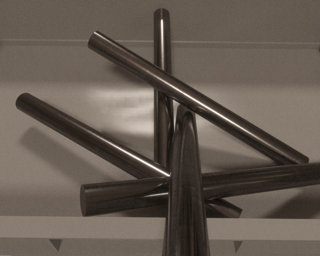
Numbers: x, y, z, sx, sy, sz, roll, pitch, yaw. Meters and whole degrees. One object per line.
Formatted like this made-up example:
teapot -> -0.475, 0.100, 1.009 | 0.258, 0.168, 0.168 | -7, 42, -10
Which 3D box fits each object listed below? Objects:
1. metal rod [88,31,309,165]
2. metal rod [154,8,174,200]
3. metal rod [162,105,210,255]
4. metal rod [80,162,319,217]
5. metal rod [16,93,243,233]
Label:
metal rod -> 0.043, -0.034, 0.383 | 0.301, 0.025, 0.025 | 32, 55, 5
metal rod -> 0.004, -0.048, 0.411 | 0.025, 0.025, 0.299 | 0, 60, -1
metal rod -> 0.024, 0.024, 0.287 | 0.025, 0.025, 0.301 | 4, 19, 3
metal rod -> 0.078, 0.053, 0.303 | 0.303, 0.025, 0.025 | -1, 48, -25
metal rod -> -0.052, 0.027, 0.349 | 0.301, 0.025, 0.025 | 26, 55, 22
